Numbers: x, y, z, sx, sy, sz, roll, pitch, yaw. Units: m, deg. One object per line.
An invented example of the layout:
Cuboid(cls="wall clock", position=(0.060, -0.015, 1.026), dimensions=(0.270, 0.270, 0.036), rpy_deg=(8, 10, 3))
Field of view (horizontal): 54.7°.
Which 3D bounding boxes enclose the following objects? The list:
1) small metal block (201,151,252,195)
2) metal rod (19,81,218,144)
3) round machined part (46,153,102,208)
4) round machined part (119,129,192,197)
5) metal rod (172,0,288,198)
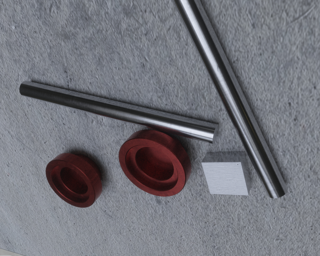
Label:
Cuboid(cls="small metal block", position=(0.086, 0.058, 0.397), dimensions=(0.050, 0.025, 0.050), rpy_deg=(-4, 116, 30))
Cuboid(cls="metal rod", position=(-0.070, -0.027, 0.427), dimensions=(0.301, 0.025, 0.025), rpy_deg=(14, 124, 20))
Cuboid(cls="round machined part", position=(-0.138, 0.082, 0.520), dimensions=(0.098, 0.042, 0.097), rpy_deg=(13, 124, 21))
Cuboid(cls="round machined part", position=(-0.003, 0.043, 0.422), dimensions=(0.098, 0.042, 0.097), rpy_deg=(14, 128, 20))
Cuboid(cls="metal rod", position=(0.073, -0.048, 0.339), dimensions=(0.025, 0.025, 0.299), rpy_deg=(-18, 109, 35))
